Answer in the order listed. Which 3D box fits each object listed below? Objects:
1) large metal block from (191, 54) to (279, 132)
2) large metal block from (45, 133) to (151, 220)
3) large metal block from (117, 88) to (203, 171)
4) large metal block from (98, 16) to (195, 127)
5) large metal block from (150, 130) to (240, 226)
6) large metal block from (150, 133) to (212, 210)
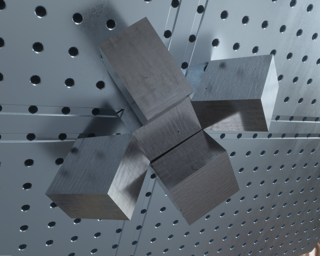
[{"bbox_3d":[0.094,-0.042,0.380,0.080,0.080,0.050,-63,140,-36],"label":"large metal block"},{"bbox_3d":[-0.067,0.055,0.353,0.080,0.080,0.050,-6,133,25],"label":"large metal block"},{"bbox_3d":[0.005,0.000,0.397,0.080,0.050,0.080,-33,129,-7],"label":"large metal block"},{"bbox_3d":[-0.015,-0.051,0.315,0.050,0.080,0.080,-33,90,-7],"label":"large metal block"},{"bbox_3d":[0.046,0.063,0.392,0.080,0.050,0.080,-33,130,-8],"label":"large metal block"},{"bbox_3d":[0.034,0.057,0.447,0.080,0.050,0.080,-33,128,-8],"label":"large metal block"}]
